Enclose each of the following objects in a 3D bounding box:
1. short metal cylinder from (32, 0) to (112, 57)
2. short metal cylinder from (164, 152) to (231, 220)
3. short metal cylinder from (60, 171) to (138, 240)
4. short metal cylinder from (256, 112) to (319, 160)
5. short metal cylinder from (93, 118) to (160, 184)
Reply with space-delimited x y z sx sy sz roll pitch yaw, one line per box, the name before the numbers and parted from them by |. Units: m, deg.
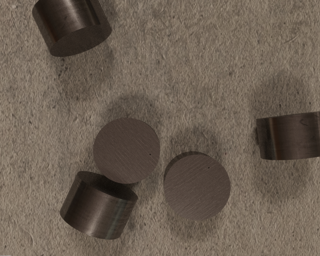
short metal cylinder | -0.107 -0.129 0.381 0.080 0.080 0.050 -25 90 0
short metal cylinder | 0.045 0.072 0.398 0.081 0.050 0.079 0 90 -1
short metal cylinder | -0.074 0.093 0.382 0.080 0.080 0.050 25 90 -1
short metal cylinder | 0.164 0.009 0.385 0.081 0.080 0.050 -7 90 0
short metal cylinder | -0.040 0.027 0.397 0.081 0.050 0.079 0 90 -1
